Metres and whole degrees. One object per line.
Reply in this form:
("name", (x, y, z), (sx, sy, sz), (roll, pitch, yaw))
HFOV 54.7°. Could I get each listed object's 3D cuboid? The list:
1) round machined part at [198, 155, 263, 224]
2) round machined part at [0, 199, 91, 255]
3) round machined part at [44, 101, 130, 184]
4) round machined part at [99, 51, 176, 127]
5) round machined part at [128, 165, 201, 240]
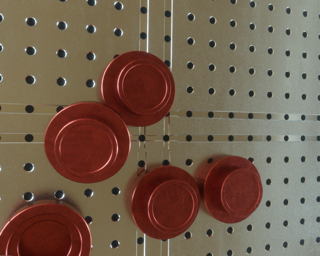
("round machined part", (0.107, 0.089, 0.445), (0.099, 0.042, 0.097), (0, 90, -21))
("round machined part", (-0.132, 0.131, 0.356), (0.099, 0.042, 0.097), (0, 90, -21))
("round machined part", (-0.084, 0.019, 0.360), (0.099, 0.042, 0.097), (-2, 101, -8))
("round machined part", (-0.025, -0.050, 0.395), (0.099, 0.042, 0.097), (0, 90, -21))
("round machined part", (0.010, 0.099, 0.409), (0.099, 0.042, 0.097), (0, 90, -21))
